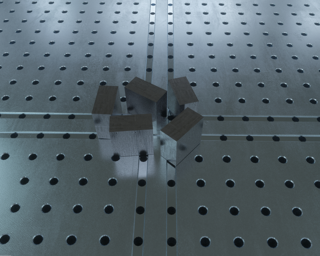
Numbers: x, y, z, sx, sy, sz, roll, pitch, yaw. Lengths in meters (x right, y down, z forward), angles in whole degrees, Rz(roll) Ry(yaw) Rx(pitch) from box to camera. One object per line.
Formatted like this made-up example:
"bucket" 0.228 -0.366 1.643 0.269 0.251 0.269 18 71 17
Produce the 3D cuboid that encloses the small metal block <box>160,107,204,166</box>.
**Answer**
"small metal block" 0.027 0.011 0.382 0.025 0.050 0.050 34 58 26

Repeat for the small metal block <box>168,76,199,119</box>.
"small metal block" 0.030 -0.033 0.419 0.025 0.050 0.050 -12 50 -10

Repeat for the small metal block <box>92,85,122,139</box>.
"small metal block" -0.068 -0.020 0.408 0.025 0.050 0.050 3 51 3

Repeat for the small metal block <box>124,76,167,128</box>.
"small metal block" -0.018 -0.035 0.421 0.050 0.050 0.025 27 56 20

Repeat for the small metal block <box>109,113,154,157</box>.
"small metal block" -0.034 0.010 0.383 0.050 0.050 0.025 -4 50 -3
